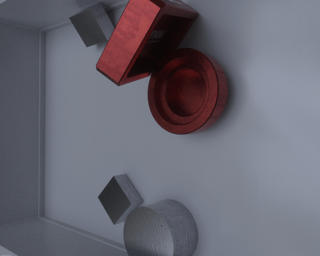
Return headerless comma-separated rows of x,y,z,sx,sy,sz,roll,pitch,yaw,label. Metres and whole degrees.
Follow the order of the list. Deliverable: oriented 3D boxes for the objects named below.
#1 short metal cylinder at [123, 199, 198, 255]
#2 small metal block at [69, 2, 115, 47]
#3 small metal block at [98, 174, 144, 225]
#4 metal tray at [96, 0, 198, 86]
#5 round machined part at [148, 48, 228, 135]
0.000,0.134,0.388,0.080,0.050,0.079,0,90,39,short metal cylinder
-0.102,-0.156,0.471,0.050,0.025,0.050,-3,127,39,small metal block
-0.058,0.104,0.453,0.050,0.025,0.050,52,120,27,small metal block
-0.009,-0.100,0.343,0.030,0.131,0.089,38,115,7,metal tray
0.036,-0.041,0.365,0.098,0.042,0.097,0,90,39,round machined part
